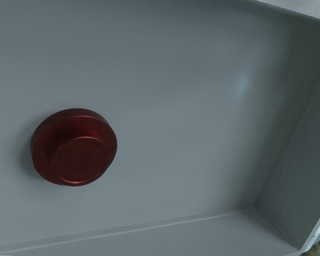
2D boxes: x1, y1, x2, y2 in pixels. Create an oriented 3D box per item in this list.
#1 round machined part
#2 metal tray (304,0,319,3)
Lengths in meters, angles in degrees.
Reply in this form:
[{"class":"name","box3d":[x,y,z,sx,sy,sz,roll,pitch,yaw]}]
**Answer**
[{"class":"round machined part","box3d":[-0.097,0.030,0.364,0.099,0.042,0.097,-14,125,-21]},{"class":"metal tray","box3d":[0.237,-0.177,0.390,0.131,0.090,0.030,-12,123,-24]}]
